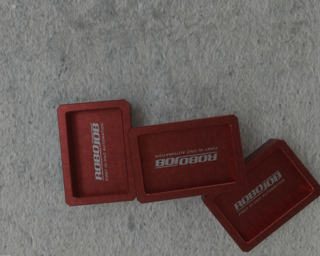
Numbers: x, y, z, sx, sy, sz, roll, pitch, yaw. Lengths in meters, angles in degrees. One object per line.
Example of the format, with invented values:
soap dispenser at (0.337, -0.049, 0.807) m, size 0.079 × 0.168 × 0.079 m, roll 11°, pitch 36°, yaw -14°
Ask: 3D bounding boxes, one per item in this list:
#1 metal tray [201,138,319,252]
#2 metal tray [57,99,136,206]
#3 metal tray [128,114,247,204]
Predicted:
metal tray at (0.132, 0.086, 0.409) m, size 0.130 × 0.030 × 0.090 m, roll -38°, pitch 91°, yaw -1°
metal tray at (-0.080, 0.031, 0.406) m, size 0.091 × 0.030 × 0.129 m, roll -5°, pitch 90°, yaw -1°
metal tray at (0.032, 0.036, 0.377) m, size 0.131 × 0.030 × 0.089 m, roll -8°, pitch 90°, yaw -1°
